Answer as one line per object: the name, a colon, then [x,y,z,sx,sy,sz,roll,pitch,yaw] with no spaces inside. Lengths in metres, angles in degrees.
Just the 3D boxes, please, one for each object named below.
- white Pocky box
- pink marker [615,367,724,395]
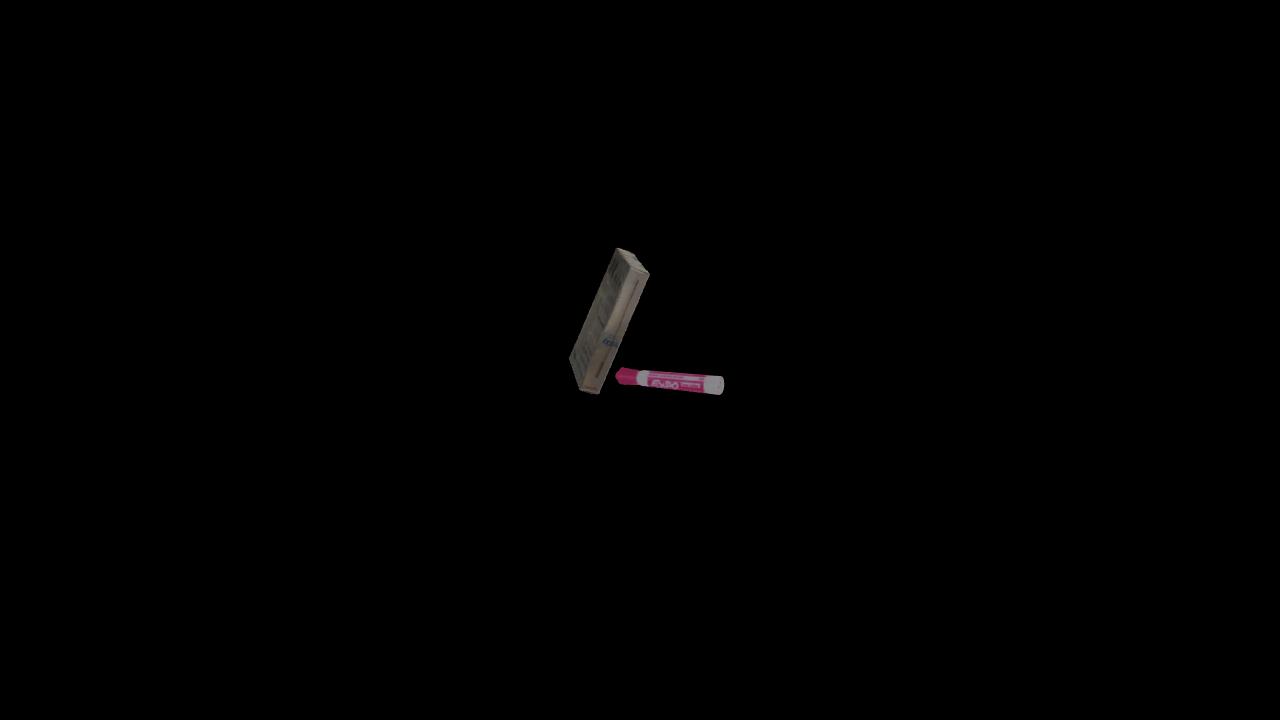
white Pocky box: [-0.038,-0.046,0.707,0.028,0.154,0.084,16,21,-22]
pink marker: [0.028,0.021,0.639,0.121,0.020,0.020,4,2,29]
